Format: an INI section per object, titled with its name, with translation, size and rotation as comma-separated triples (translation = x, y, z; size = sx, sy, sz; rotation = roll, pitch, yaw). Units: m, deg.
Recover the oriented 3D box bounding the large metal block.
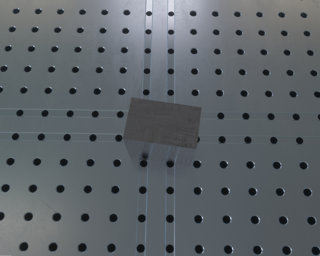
[large metal block]
translation = 0.003, 0.007, 0.380
size = 0.080, 0.080, 0.050
rotation = 8, 70, 3
